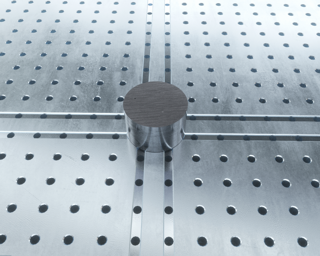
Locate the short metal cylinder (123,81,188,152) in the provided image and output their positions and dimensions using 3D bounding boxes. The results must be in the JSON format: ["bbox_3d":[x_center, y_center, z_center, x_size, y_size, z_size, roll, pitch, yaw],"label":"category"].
[{"bbox_3d":[-0.006,-0.015,0.404,0.081,0.050,0.080,0,50,0],"label":"short metal cylinder"}]
